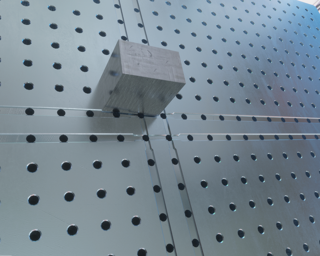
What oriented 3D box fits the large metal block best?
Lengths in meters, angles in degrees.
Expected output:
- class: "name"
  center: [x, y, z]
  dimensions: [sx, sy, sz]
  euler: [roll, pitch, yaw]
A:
- class: "large metal block"
  center: [-0.025, -0.060, 0.397]
  dimensions: [0.081, 0.080, 0.050]
  euler: [5, 60, -26]
